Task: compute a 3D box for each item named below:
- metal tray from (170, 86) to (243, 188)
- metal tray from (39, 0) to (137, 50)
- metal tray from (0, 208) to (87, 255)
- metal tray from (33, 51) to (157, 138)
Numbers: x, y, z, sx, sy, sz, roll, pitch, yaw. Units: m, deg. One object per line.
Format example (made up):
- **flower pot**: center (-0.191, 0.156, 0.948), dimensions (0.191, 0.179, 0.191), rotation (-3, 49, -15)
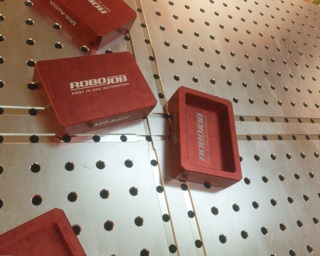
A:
- **metal tray**: center (0.061, 0.011, 0.430), dimensions (0.091, 0.030, 0.130), rotation (14, 56, -21)
- **metal tray**: center (-0.110, -0.185, 0.458), dimensions (0.130, 0.030, 0.090), rotation (42, 51, 1)
- **metal tray**: center (-0.124, 0.137, 0.254), dimensions (0.131, 0.030, 0.090), rotation (-23, 74, -36)
- **metal tray**: center (-0.079, -0.047, 0.391), dimensions (0.131, 0.030, 0.090), rotation (-16, 70, -34)
